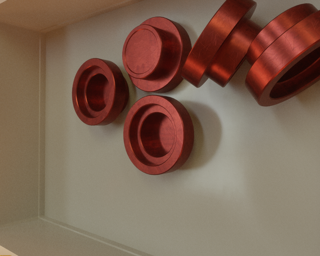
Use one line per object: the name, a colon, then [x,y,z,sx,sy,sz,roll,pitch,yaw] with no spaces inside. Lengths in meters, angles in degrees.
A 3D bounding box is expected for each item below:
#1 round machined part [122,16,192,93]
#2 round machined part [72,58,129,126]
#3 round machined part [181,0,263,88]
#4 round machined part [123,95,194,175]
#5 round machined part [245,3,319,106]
round machined part: [-0.011,-0.096,0.403,0.098,0.042,0.097,0,90,39]
round machined part: [-0.085,-0.052,0.463,0.098,0.042,0.097,0,90,39]
round machined part: [0.067,-0.080,0.310,0.042,0.098,0.097,36,115,7]
round machined part: [0.003,0.008,0.392,0.098,0.042,0.097,0,90,39]
round machined part: [0.114,-0.065,0.264,0.098,0.099,0.042,-44,64,31]
